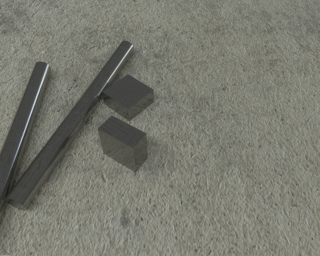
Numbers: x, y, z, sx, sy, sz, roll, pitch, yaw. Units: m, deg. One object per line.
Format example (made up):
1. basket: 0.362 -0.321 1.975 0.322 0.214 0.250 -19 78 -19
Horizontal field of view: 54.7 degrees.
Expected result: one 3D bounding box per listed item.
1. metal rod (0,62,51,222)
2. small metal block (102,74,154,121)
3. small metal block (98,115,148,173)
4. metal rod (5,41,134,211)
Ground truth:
1. metal rod: -0.180 0.022 0.382 0.025 0.025 0.300 0 50 -1
2. small metal block: -0.044 -0.044 0.440 0.050 0.025 0.050 34 58 25
3. small metal block: -0.043 0.019 0.370 0.050 0.050 0.025 27 55 20
4. metal rod: -0.105 -0.026 0.423 0.025 0.025 0.301 15 51 12
